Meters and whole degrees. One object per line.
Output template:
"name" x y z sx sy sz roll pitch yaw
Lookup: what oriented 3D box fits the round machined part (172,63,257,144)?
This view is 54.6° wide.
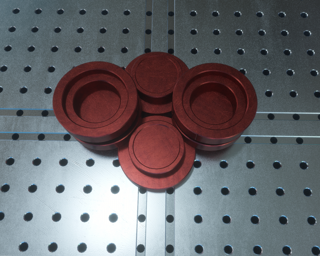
"round machined part" 0.064 -0.026 0.378 0.099 0.042 0.098 0 70 0

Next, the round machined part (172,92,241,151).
"round machined part" 0.064 -0.017 0.409 0.099 0.042 0.098 0 70 0

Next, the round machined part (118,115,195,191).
"round machined part" -0.004 0.029 0.392 0.099 0.042 0.098 0 70 0

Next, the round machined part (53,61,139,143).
"round machined part" -0.075 -0.028 0.378 0.099 0.042 0.098 0 70 0

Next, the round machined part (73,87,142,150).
"round machined part" -0.072 -0.017 0.408 0.099 0.042 0.098 0 70 0

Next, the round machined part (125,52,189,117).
"round machined part" -0.004 -0.064 0.426 0.099 0.042 0.098 0 70 0
